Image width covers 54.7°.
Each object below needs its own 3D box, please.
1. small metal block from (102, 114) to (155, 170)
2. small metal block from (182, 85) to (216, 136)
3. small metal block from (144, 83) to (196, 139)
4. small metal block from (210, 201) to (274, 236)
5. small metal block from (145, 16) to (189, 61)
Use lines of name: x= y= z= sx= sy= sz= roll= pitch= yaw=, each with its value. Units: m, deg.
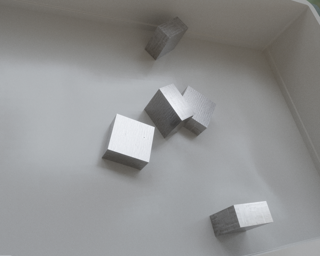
small metal block: x=-0.037 y=0.017 z=0.375 sx=0.050 sy=0.025 sz=0.050 roll=20 pitch=54 yaw=-17
small metal block: x=0.048 y=-0.025 z=0.446 sx=0.050 sy=0.025 sz=0.050 roll=33 pitch=51 yaw=-7
small metal block: x=0.012 y=-0.022 z=0.409 sx=0.025 sy=0.050 sz=0.050 roll=-26 pitch=76 yaw=-37
small metal block: x=0.097 y=0.110 z=0.375 sx=0.050 sy=0.050 sz=0.025 roll=1 pitch=61 yaw=-28
small metal block: x=0.010 y=-0.138 z=0.479 sx=0.025 sy=0.050 sz=0.050 roll=46 pitch=51 yaw=4
